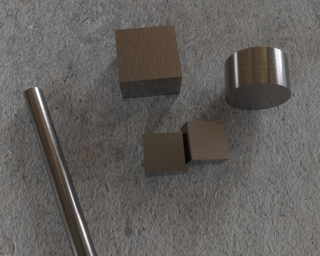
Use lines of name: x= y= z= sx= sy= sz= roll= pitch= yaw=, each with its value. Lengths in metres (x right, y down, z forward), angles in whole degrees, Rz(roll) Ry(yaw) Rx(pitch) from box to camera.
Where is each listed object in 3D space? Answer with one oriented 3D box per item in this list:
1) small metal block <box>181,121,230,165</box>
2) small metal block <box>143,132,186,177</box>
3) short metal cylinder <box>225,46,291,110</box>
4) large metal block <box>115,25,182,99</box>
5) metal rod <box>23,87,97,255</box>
small metal block: x=0.057 y=0.019 z=0.396 sx=0.050 sy=0.025 sz=0.050 roll=0 pitch=69 yaw=-16
small metal block: x=0.005 y=0.034 z=0.396 sx=0.050 sy=0.025 sz=0.050 roll=-4 pitch=70 yaw=-2
short metal cylinder: x=0.125 y=-0.062 z=0.403 sx=0.081 sy=0.080 sz=0.050 roll=3 pitch=70 yaw=1
large metal block: x=-0.016 y=-0.090 z=0.428 sx=0.081 sy=0.050 sz=0.080 roll=-6 pitch=70 yaw=-3
metal rod: x=-0.115 y=0.081 z=0.377 sx=0.025 sy=0.025 sz=0.299 roll=-22 pitch=72 yaw=-8
